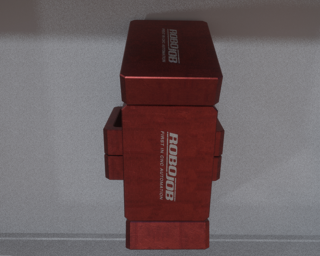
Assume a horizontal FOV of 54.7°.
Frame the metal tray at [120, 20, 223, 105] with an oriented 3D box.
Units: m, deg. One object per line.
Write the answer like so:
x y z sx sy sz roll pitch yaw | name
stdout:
0.010 -0.074 0.326 0.091 0.130 0.030 1 130 -1 | metal tray

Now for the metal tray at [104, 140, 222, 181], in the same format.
0.003 0.030 0.387 0.131 0.090 0.030 1 110 -1 | metal tray

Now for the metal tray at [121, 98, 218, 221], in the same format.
0.008 0.034 0.323 0.091 0.030 0.129 0 110 -1 | metal tray

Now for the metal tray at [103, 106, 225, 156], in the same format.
0.004 0.001 0.376 0.131 0.090 0.030 1 110 -1 | metal tray

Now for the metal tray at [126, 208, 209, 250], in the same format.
0.008 0.117 0.395 0.091 0.130 0.030 0 89 -1 | metal tray
